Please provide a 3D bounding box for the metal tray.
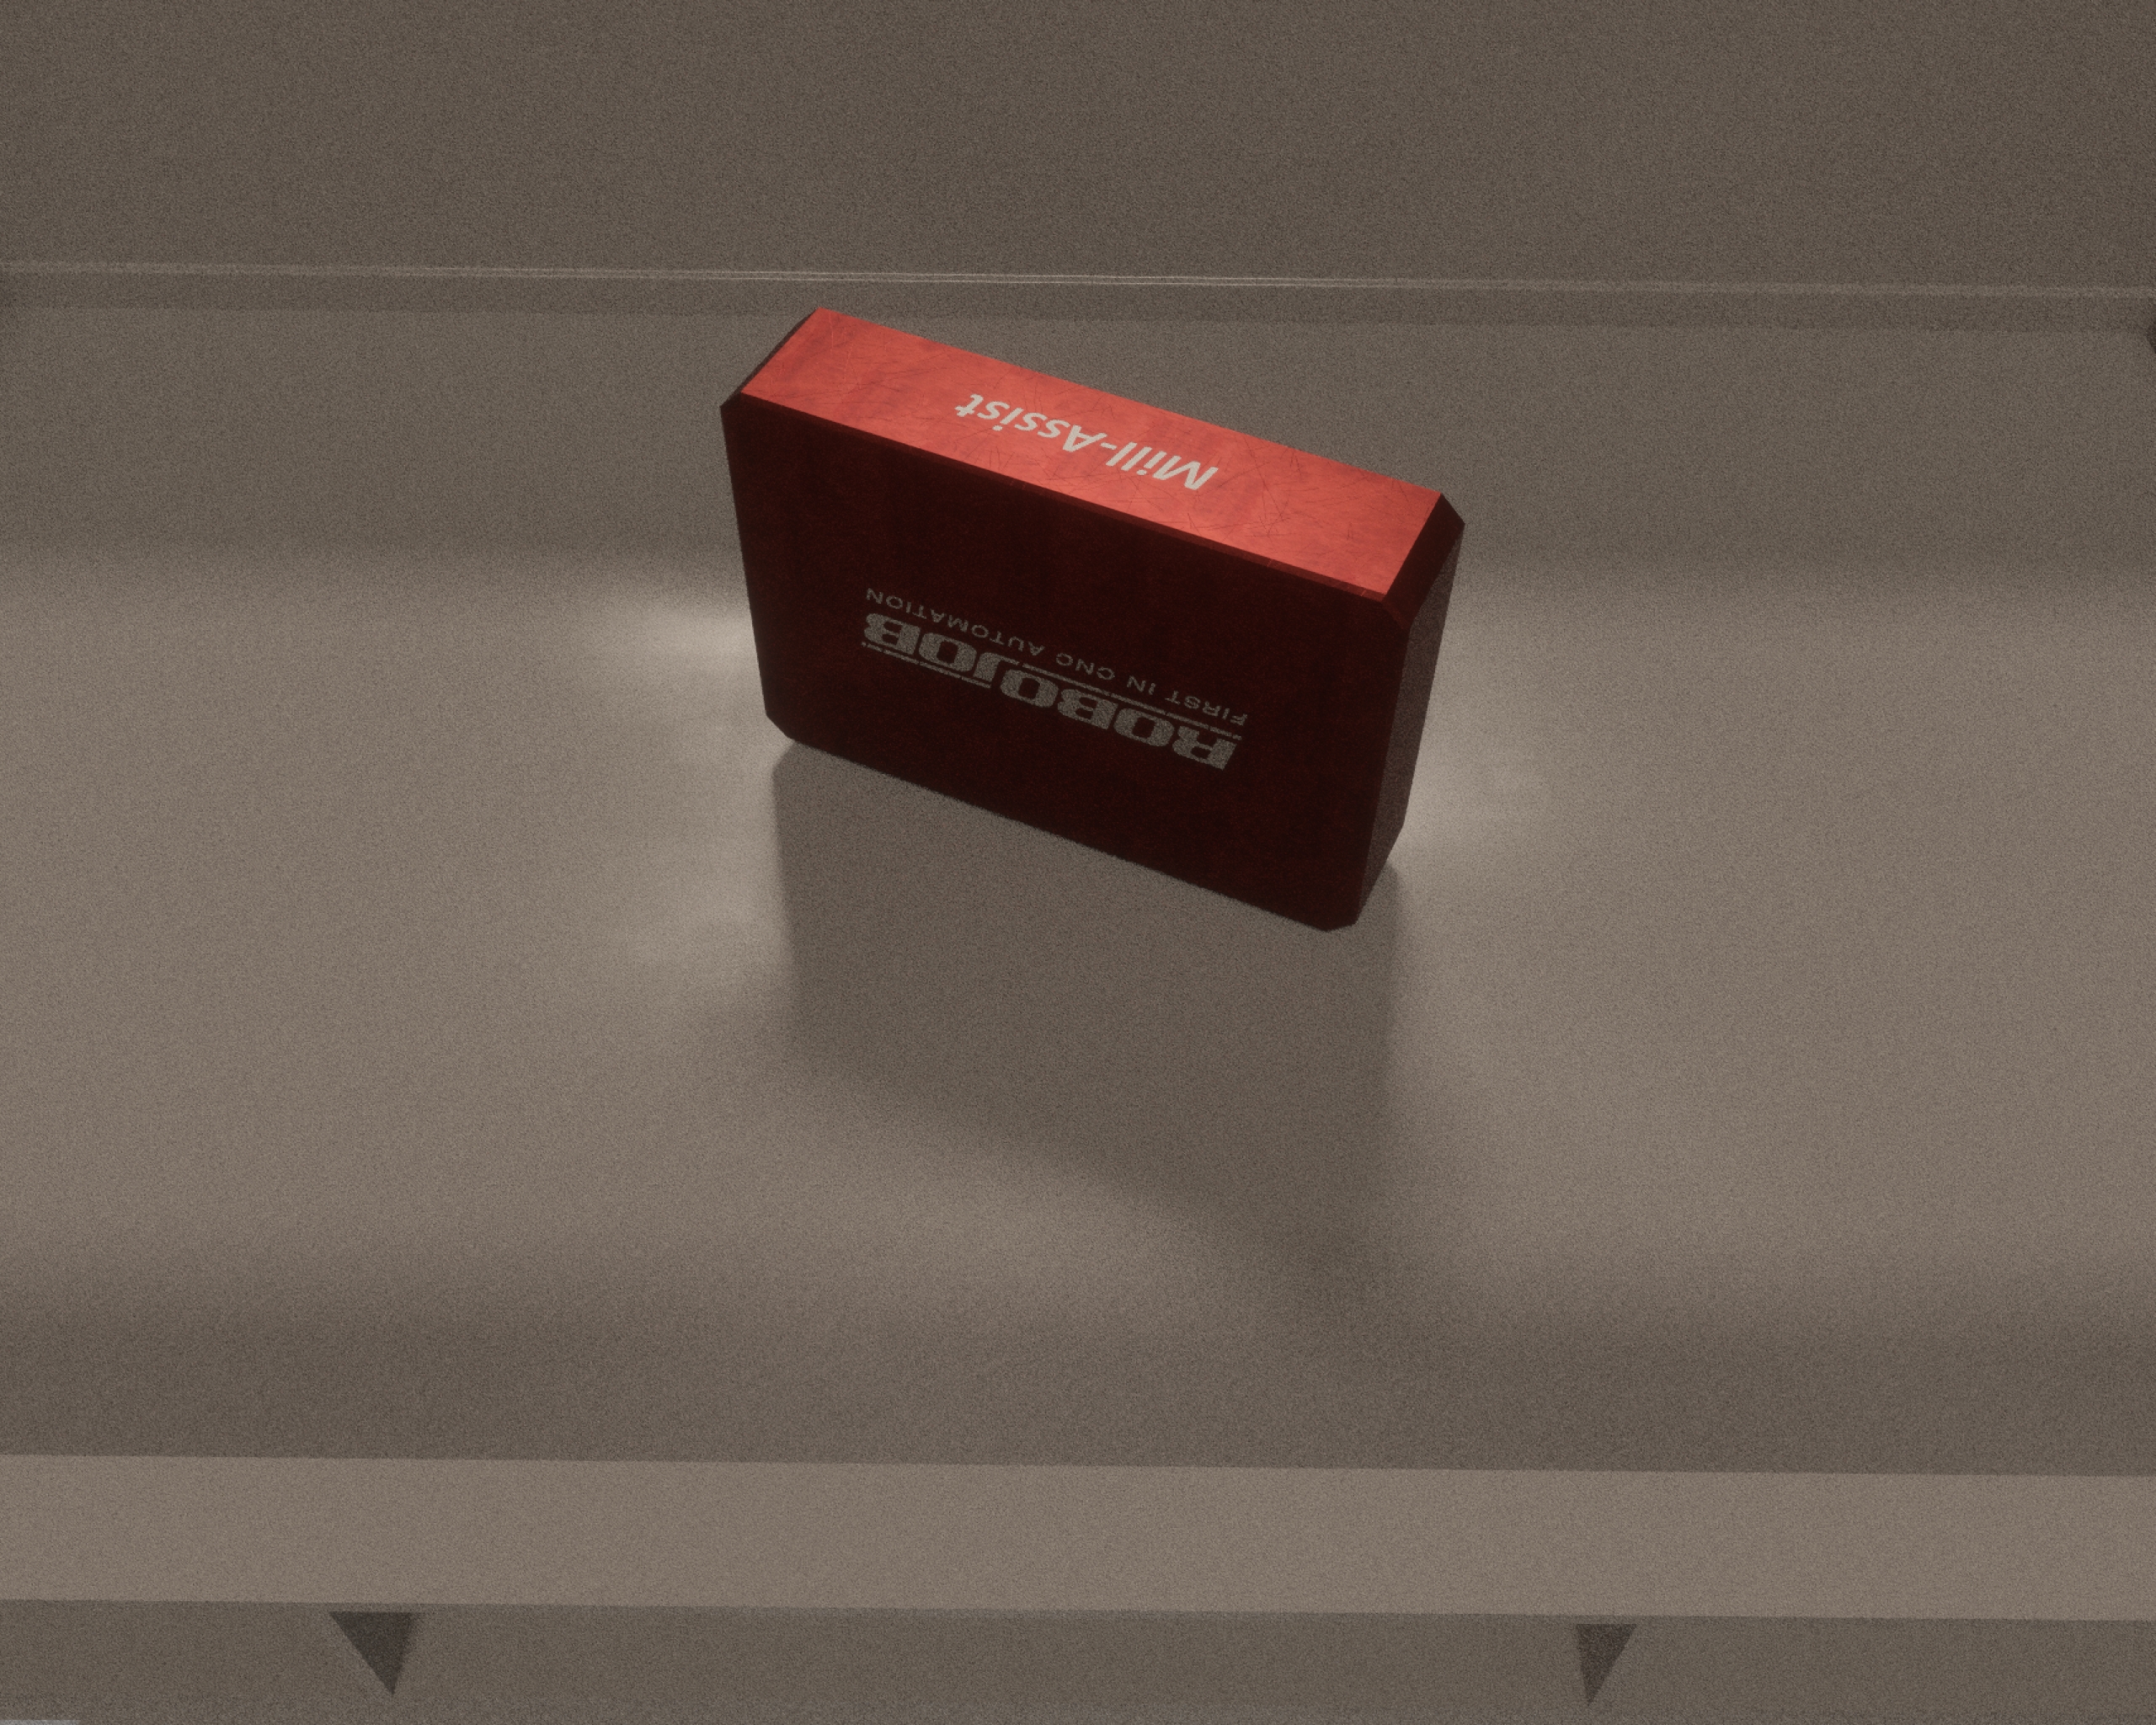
[{"bbox_3d":[0.001,-0.045,0.396,0.130,0.089,0.030,20,53,15],"label":"metal tray"}]
